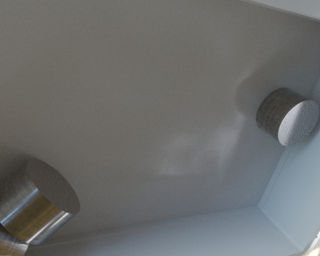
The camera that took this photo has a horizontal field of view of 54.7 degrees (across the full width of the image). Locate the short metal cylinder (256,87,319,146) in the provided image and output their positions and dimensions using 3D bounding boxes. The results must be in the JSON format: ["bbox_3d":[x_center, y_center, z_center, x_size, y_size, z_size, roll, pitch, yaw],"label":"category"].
[{"bbox_3d":[0.202,-0.018,0.491,0.081,0.050,0.079,-14,124,-21],"label":"short metal cylinder"}]

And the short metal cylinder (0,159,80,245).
[{"bbox_3d":[-0.137,0.081,0.348,0.050,0.080,0.080,-41,129,0],"label":"short metal cylinder"}]

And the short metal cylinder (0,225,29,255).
[{"bbox_3d":[-0.192,0.124,0.345,0.080,0.080,0.050,-41,129,0],"label":"short metal cylinder"}]
